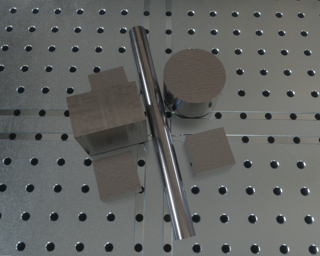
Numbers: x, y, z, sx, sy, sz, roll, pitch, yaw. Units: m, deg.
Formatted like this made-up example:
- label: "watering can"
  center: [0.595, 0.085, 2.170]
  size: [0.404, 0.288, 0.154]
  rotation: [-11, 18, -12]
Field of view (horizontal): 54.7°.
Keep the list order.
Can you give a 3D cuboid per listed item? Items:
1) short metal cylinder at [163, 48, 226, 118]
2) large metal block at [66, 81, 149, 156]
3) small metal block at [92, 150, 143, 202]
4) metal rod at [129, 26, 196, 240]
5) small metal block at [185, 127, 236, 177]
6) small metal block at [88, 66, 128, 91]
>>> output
- label: "short metal cylinder"
  center: [0.044, -0.060, 0.420]
  size: [0.081, 0.050, 0.080]
  rotation: [0, 70, 0]
- label: "large metal block"
  center: [-0.061, -0.009, 0.383]
  size: [0.081, 0.080, 0.050]
  rotation: [-15, 71, -6]
- label: "small metal block"
  center: [-0.053, 0.061, 0.389]
  size: [0.050, 0.025, 0.050]
  rotation: [-15, 71, -6]
- label: "metal rod"
  center: [-0.002, -0.008, 0.414]
  size: [0.025, 0.025, 0.299]
  rotation: [-12, 70, -5]
- label: "small metal block"
  center: [0.064, 0.031, 0.401]
  size: [0.050, 0.025, 0.050]
  rotation: [-14, 71, -6]
- label: "small metal block"
  center: [-0.068, -0.053, 0.430]
  size: [0.050, 0.025, 0.050]
  rotation: [-16, 71, -6]
